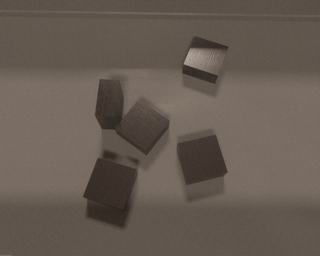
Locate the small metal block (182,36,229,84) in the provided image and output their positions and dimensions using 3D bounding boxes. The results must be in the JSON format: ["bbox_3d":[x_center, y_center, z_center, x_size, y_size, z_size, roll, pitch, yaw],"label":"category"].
[{"bbox_3d":[0.065,-0.098,0.446,0.050,0.025,0.050,20,71,6],"label":"small metal block"}]

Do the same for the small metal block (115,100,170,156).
[{"bbox_3d":[-0.023,0.000,0.410,0.050,0.025,0.050,35,73,11],"label":"small metal block"}]

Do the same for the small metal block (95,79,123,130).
[{"bbox_3d":[-0.065,-0.029,0.406,0.025,0.050,0.050,3,70,1],"label":"small metal block"}]

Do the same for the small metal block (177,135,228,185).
[{"bbox_3d":[0.053,0.041,0.395,0.050,0.025,0.050,-13,71,-5],"label":"small metal block"}]

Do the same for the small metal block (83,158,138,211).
[{"bbox_3d":[-0.060,0.070,0.383,0.050,0.025,0.050,16,71,5],"label":"small metal block"}]
